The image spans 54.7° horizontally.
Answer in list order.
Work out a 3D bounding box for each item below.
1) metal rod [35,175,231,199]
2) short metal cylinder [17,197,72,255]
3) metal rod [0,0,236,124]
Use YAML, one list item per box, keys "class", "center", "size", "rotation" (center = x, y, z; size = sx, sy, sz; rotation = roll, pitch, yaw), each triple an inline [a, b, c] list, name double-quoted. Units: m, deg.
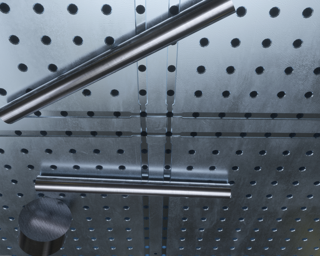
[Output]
- class: "metal rod"
  center: [-0.040, 0.094, 0.491]
  size: [0.302, 0.025, 0.025]
  rotation: [3, 130, -3]
- class: "short metal cylinder"
  center: [-0.191, 0.163, 0.512]
  size: [0.081, 0.080, 0.050]
  rotation: [15, 129, -12]
- class: "metal rod"
  center: [-0.062, -0.071, 0.350]
  size: [0.300, 0.025, 0.025]
  rotation: [-22, 127, 17]
